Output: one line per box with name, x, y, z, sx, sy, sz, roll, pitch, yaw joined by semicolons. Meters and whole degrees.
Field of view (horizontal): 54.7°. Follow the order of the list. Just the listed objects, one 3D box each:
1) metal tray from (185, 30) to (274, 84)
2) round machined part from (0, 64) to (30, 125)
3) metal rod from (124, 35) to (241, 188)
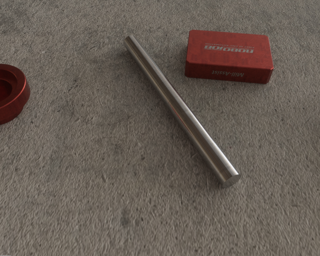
metal tray;0.109;-0.117;0.500;0.131;0.030;0.090;6;50;4
round machined part;-0.228;-0.041;0.424;0.099;0.042;0.098;0;50;0
metal rod;0.016;-0.043;0.439;0.025;0.025;0.300;-20;53;-17
